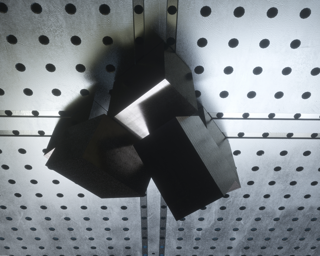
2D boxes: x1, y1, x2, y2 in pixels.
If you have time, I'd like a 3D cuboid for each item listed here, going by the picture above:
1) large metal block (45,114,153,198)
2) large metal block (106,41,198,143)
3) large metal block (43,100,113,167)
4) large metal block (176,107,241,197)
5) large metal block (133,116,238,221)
[{"bbox_3d":[-0.063,0.036,0.338,0.080,0.050,0.080,-15,134,46],"label":"large metal block"},{"bbox_3d":[-0.009,-0.037,0.342,0.080,0.080,0.050,-34,123,25],"label":"large metal block"},{"bbox_3d":[-0.090,0.023,0.413,0.080,0.050,0.080,-32,124,24],"label":"large metal block"},{"bbox_3d":[0.058,0.034,0.403,0.050,0.080,0.080,-27,125,21],"label":"large metal block"},{"bbox_3d":[0.029,0.035,0.313,0.050,0.080,0.080,-34,80,20],"label":"large metal block"}]
